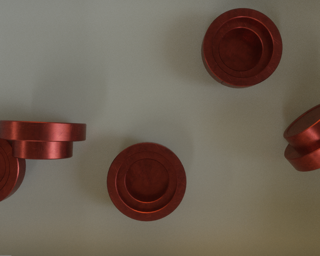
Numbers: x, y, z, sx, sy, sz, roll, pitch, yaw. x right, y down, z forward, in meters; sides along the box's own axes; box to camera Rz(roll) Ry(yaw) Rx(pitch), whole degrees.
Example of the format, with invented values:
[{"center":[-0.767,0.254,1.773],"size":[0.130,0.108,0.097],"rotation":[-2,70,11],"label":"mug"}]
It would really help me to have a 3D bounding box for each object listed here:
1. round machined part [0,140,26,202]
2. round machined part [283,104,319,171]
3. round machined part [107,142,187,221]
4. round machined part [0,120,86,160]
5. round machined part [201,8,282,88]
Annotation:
[{"center":[-0.222,0.049,0.401],"size":[0.099,0.042,0.097],"rotation":[0,91,0],"label":"round machined part"},{"center":[0.192,0.005,0.376],"size":[0.098,0.098,0.042],"rotation":[-41,90,0],"label":"round machined part"},{"center":[-0.016,0.067,0.403],"size":[0.099,0.042,0.097],"rotation":[0,90,0],"label":"round machined part"},{"center":[-0.140,0.014,0.374],"size":[0.099,0.098,0.042],"rotation":[2,90,0],"label":"round machined part"},{"center":[0.103,-0.100,0.403],"size":[0.099,0.042,0.097],"rotation":[0,90,0],"label":"round machined part"}]
